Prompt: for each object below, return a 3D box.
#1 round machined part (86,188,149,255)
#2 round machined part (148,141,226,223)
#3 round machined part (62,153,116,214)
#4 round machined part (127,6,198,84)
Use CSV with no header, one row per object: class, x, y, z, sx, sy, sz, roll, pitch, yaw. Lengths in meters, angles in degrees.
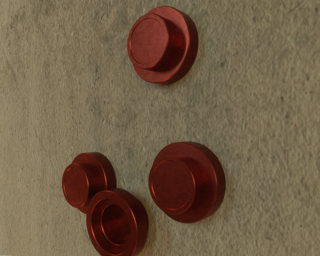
round machined part,-0.055,0.133,0.435,0.098,0.042,0.097,2,93,37
round machined part,0.025,0.065,0.372,0.098,0.042,0.097,0,90,39
round machined part,-0.117,0.088,0.488,0.098,0.042,0.097,0,90,39
round machined part,-0.004,-0.106,0.395,0.098,0.042,0.097,0,90,39
